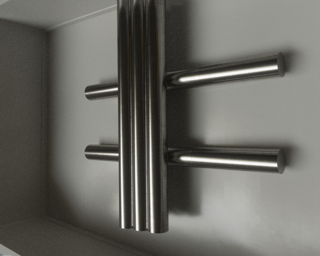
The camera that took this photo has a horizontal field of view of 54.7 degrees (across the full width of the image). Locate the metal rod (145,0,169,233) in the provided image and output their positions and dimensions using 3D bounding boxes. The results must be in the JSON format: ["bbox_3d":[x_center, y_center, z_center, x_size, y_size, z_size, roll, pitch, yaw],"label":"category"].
[{"bbox_3d":[-0.004,-0.026,0.375,0.025,0.025,0.298,-1,89,40],"label":"metal rod"}]

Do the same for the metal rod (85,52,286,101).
[{"bbox_3d":[0.005,-0.059,0.402,0.300,0.025,0.025,-2,89,40],"label":"metal rod"}]

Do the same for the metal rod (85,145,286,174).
[{"bbox_3d":[0.005,0.036,0.402,0.300,0.025,0.025,-1,89,40],"label":"metal rod"}]

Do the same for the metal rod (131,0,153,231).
[{"bbox_3d":[-0.023,-0.024,0.390,0.025,0.025,0.298,-1,89,40],"label":"metal rod"}]

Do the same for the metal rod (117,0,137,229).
[{"bbox_3d":[-0.042,-0.021,0.407,0.025,0.025,0.298,-1,89,40],"label":"metal rod"}]
